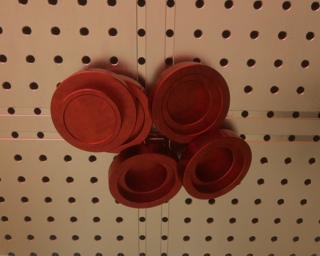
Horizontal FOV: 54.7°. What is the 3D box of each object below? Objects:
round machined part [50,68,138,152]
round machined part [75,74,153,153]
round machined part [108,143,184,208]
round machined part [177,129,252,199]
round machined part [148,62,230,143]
[{"bbox_3d":[-0.075,-0.016,0.352,0.099,0.042,0.097,0,110,-1],"label":"round machined part"},{"bbox_3d":[-0.057,-0.021,0.395,0.099,0.042,0.097,0,110,-1],"label":"round machined part"},{"bbox_3d":[-0.020,0.059,0.416,0.099,0.042,0.097,-6,125,-8],"label":"round machined part"},{"bbox_3d":[0.067,0.043,0.409,0.099,0.042,0.097,-11,123,-18],"label":"round machined part"},{"bbox_3d":[0.033,-0.034,0.383,0.099,0.042,0.097,-6,112,-16],"label":"round machined part"}]
